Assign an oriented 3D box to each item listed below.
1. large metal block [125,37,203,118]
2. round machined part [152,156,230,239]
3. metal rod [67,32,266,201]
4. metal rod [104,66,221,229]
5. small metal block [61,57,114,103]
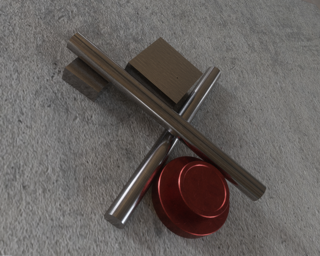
[{"bbox_3d":[0.000,-0.068,0.434,0.080,0.050,0.080,41,51,-1],"label":"large metal block"},{"bbox_3d":[0.043,0.078,0.371,0.099,0.042,0.098,14,56,-21],"label":"round machined part"},{"bbox_3d":[0.009,-0.013,0.387,0.300,0.025,0.025,40,51,-2],"label":"metal rod"},{"bbox_3d":[0.021,0.003,0.418,0.025,0.025,0.301,38,51,-3],"label":"metal rod"},{"bbox_3d":[-0.089,-0.069,0.401,0.050,0.025,0.050,37,51,-4],"label":"small metal block"}]
